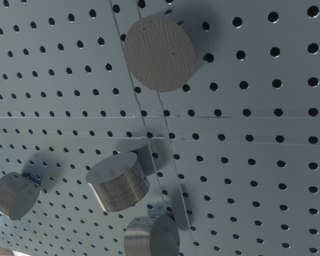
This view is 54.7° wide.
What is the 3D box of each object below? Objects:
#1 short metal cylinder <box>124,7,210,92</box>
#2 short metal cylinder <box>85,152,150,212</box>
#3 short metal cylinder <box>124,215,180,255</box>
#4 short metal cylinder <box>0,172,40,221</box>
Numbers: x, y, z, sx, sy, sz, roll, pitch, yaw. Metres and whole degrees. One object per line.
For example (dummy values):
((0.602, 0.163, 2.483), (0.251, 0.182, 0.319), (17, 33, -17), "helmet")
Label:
((0.008, -0.086, 0.338), (0.080, 0.050, 0.079), (13, 124, 21), "short metal cylinder")
((-0.061, 0.078, 0.456), (0.080, 0.080, 0.050), (-9, 114, 32), "short metal cylinder")
((-0.011, 0.182, 0.494), (0.050, 0.080, 0.080), (-15, 111, 34), "short metal cylinder")
((-0.284, 0.133, 0.608), (0.050, 0.080, 0.079), (25, 127, 13), "short metal cylinder")
